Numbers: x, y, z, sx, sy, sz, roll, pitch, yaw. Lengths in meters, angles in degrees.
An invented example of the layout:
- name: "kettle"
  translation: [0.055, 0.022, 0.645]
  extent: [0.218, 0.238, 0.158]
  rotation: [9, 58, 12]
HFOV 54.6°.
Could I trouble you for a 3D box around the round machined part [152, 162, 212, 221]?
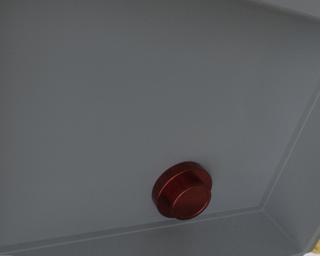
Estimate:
- name: "round machined part"
  translation: [0.040, 0.104, 0.483]
  extent: [0.099, 0.042, 0.097]
  rotation: [-14, 124, -21]
